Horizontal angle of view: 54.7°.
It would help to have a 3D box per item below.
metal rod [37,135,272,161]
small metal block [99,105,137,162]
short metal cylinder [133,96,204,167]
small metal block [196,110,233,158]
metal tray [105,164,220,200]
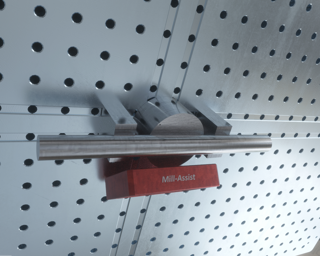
[{"bbox_3d":[0.016,0.020,0.368,0.303,0.025,0.025,1,118,-28],"label":"metal rod"},{"bbox_3d":[-0.052,0.005,0.370,0.025,0.050,0.050,-1,119,-28],"label":"small metal block"},{"bbox_3d":[0.009,0.005,0.403,0.081,0.050,0.079,-14,124,-21],"label":"short metal cylinder"},{"bbox_3d":[0.070,0.008,0.438,0.025,0.050,0.050,-1,119,-28],"label":"small metal block"},{"bbox_3d":[0.002,0.073,0.418,0.131,0.090,0.030,0,75,-29],"label":"metal tray"}]
